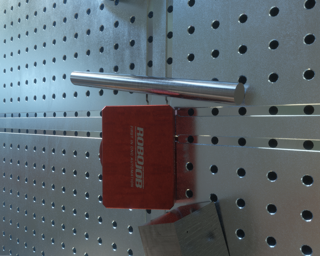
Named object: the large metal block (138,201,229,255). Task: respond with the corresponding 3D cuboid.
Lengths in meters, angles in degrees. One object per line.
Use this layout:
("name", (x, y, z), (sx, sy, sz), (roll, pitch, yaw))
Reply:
("large metal block", (0.030, 0.134, 0.345), (0.050, 0.081, 0.080), (-20, 82, 38))

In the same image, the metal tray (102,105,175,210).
("metal tray", (-0.026, 0.036, 0.400), (0.090, 0.030, 0.129), (-1, 90, 8))

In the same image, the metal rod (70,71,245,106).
("metal rod", (-0.028, -0.061, 0.432), (0.300, 0.025, 0.025), (12, 98, 39))

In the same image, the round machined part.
("round machined part", (-0.048, 0.035, 0.438), (0.098, 0.042, 0.097), (0, 90, 40))
